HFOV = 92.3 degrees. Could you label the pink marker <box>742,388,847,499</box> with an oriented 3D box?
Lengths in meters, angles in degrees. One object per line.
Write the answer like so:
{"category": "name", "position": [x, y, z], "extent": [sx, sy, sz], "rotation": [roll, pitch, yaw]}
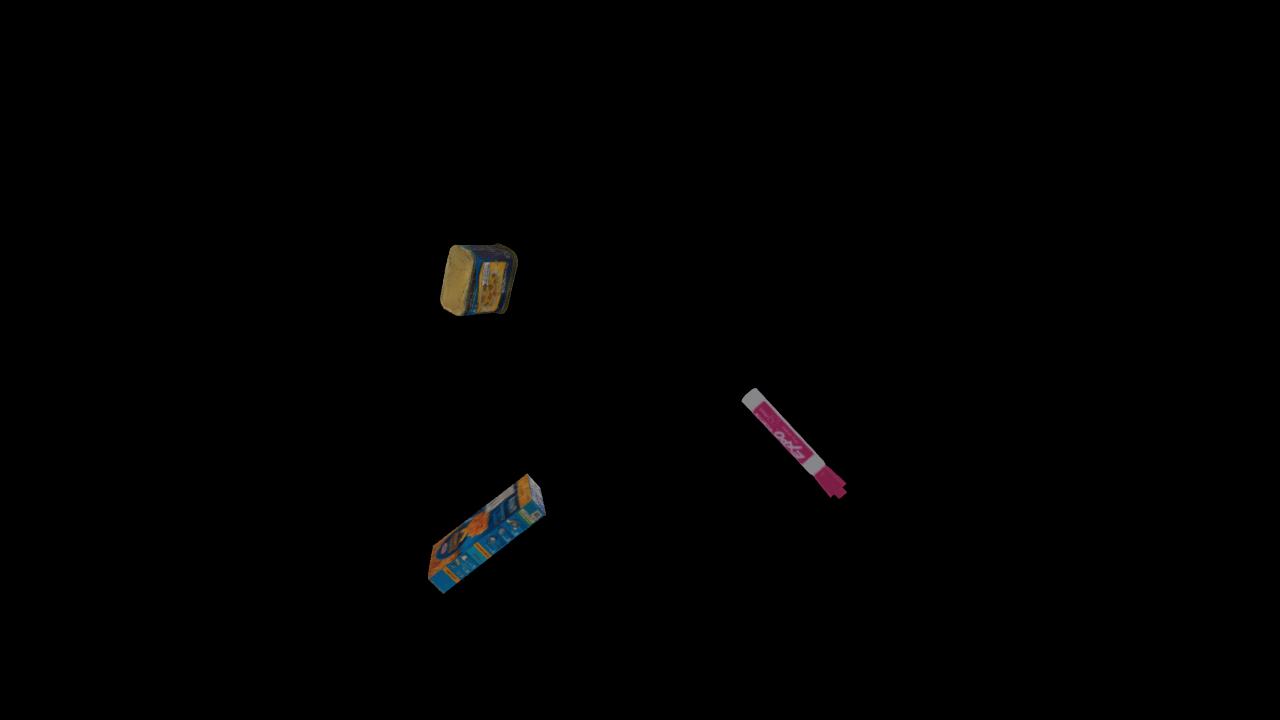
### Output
{"category": "pink marker", "position": [0.139, 0.075, 0.552], "extent": [0.020, 0.121, 0.020], "rotation": [-35, -21, -15]}

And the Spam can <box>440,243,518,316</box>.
{"category": "Spam can", "position": [-0.232, -0.115, 0.885], "extent": [0.058, 0.101, 0.085], "rotation": [27, 22, 26]}

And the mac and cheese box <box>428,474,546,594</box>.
{"category": "mac and cheese box", "position": [-0.226, 0.253, 0.913], "extent": [0.184, 0.041, 0.093], "rotation": [-37, 21, -3]}
